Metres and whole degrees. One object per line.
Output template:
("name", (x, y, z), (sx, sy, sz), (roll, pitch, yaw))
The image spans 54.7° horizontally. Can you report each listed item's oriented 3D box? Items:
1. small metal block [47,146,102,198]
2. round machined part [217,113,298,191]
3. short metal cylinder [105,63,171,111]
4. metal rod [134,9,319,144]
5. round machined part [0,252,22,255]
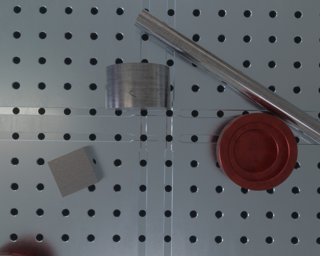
("small metal block", (-0.113, 0.057, 0.413), (0.050, 0.025, 0.050), (-23, 90, 0))
("round machined part", (0.123, 0.029, 0.406), (0.099, 0.042, 0.097), (0, 90, 0))
("short metal cylinder", (-0.027, -0.048, 0.386), (0.081, 0.080, 0.050), (-1, 90, 0))
("metal rod", (0.100, -0.066, 0.414), (0.301, 0.025, 0.025), (32, 90, 0))
("round machined part", (-0.199, 0.210, 0.403), (0.099, 0.042, 0.097), (0, 90, 0))
